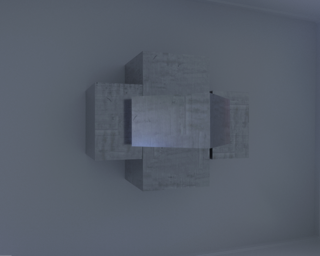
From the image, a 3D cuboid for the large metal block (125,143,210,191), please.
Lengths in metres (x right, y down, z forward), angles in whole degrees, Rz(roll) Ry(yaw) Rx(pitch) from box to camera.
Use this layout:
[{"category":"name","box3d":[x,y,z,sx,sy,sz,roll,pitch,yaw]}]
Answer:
[{"category":"large metal block","box3d":[0.006,0.043,0.382,0.081,0.080,0.050,0,90,-20]}]

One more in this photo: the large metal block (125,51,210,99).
[{"category":"large metal block","box3d":[0.006,-0.058,0.382,0.081,0.080,0.050,0,90,-20]}]

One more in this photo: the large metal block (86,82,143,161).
[{"category":"large metal block","box3d":[-0.056,-0.007,0.360,0.050,0.080,0.080,0,90,-20]}]

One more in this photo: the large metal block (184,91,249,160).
[{"category":"large metal block","box3d":[0.070,-0.004,0.404,0.050,0.080,0.080,0,90,-21]}]

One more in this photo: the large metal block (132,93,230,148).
[{"category":"large metal block","box3d":[0.025,-0.007,0.329,0.080,0.080,0.050,-1,91,-65]}]
